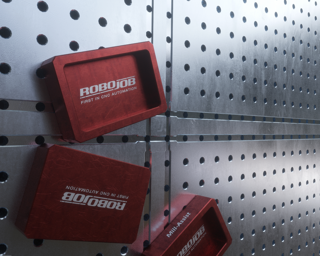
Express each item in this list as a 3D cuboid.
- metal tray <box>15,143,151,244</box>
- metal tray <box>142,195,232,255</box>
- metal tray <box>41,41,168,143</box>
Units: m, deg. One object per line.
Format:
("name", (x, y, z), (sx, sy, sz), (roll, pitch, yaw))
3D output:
("metal tray", (-0.077, 0.075, 0.341), (0.131, 0.030, 0.090), (20, 77, -38))
("metal tray", (0.044, 0.171, 0.441), (0.131, 0.030, 0.090), (-38, 113, -33))
("metal tray", (-0.056, -0.045, 0.357), (0.131, 0.030, 0.090), (-22, 104, -38))
